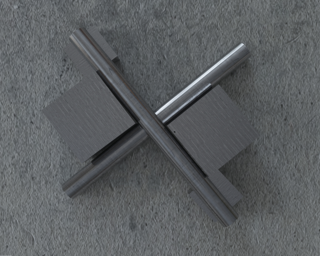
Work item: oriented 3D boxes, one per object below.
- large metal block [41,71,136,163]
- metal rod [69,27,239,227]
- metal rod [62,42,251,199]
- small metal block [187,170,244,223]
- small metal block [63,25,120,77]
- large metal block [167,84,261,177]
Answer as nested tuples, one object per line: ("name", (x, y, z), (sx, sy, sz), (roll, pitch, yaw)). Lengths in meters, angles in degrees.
("large metal block", (-0.086, -0.013, 0.396), (0.080, 0.050, 0.080), (-37, 90, 0))
("metal rod", (-0.007, -0.001, 0.385), (0.025, 0.025, 0.300), (-39, 90, 0))
("metal rod", (-0.004, -0.010, 0.412), (0.300, 0.025, 0.025), (-39, 90, 0))
("small metal block", (0.073, 0.087, 0.412), (0.050, 0.025, 0.050), (-43, 90, 0))
("small metal block", (-0.090, -0.098, 0.411), (0.050, 0.025, 0.050), (-37, 90, 0))
("large metal block", (0.065, 0.003, 0.399), (0.080, 0.050, 0.080), (-39, 90, 0))
